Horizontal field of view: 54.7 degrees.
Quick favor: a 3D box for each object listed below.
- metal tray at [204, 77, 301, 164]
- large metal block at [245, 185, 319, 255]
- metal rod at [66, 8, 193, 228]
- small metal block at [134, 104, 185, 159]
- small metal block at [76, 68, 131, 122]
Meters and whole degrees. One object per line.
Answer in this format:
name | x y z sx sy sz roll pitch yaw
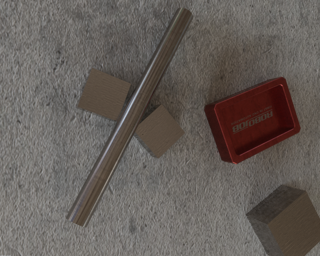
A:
metal tray | 0.139 -0.013 0.459 0.131 0.030 0.090 -23 98 -19
large metal block | 0.191 0.146 0.469 0.080 0.050 0.080 -33 101 -17
metal rod | -0.029 -0.025 0.382 0.025 0.025 0.300 31 73 -18
small metal block | -0.004 0.004 0.409 0.050 0.025 0.050 -43 104 -15
small metal block | -0.070 -0.040 0.384 0.050 0.025 0.050 21 83 -19
